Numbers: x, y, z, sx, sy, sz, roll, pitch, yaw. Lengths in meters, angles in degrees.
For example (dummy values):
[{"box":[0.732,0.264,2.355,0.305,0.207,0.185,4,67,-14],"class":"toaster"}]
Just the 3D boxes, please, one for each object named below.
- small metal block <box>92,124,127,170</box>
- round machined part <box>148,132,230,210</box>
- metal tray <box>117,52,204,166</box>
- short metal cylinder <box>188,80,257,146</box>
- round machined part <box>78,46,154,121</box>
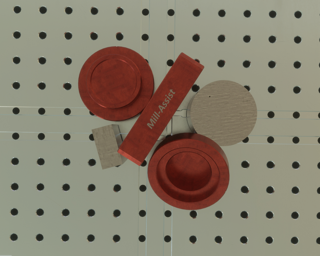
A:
[{"box":[-0.063,0.023,0.396,0.025,0.050,0.050,-15,90,0],"class":"small metal block"},{"box":[0.037,0.050,0.390,0.098,0.042,0.097,4,112,9],"class":"round machined part"},{"box":[0.001,-0.021,0.377,0.030,0.090,0.130,33,90,0],"class":"metal tray"},{"box":[0.077,-0.018,0.397,0.081,0.050,0.079,0,90,0],"class":"short metal cylinder"},{"box":[-0.057,-0.057,0.400,0.099,0.042,0.097,0,90,0],"class":"round machined part"}]
